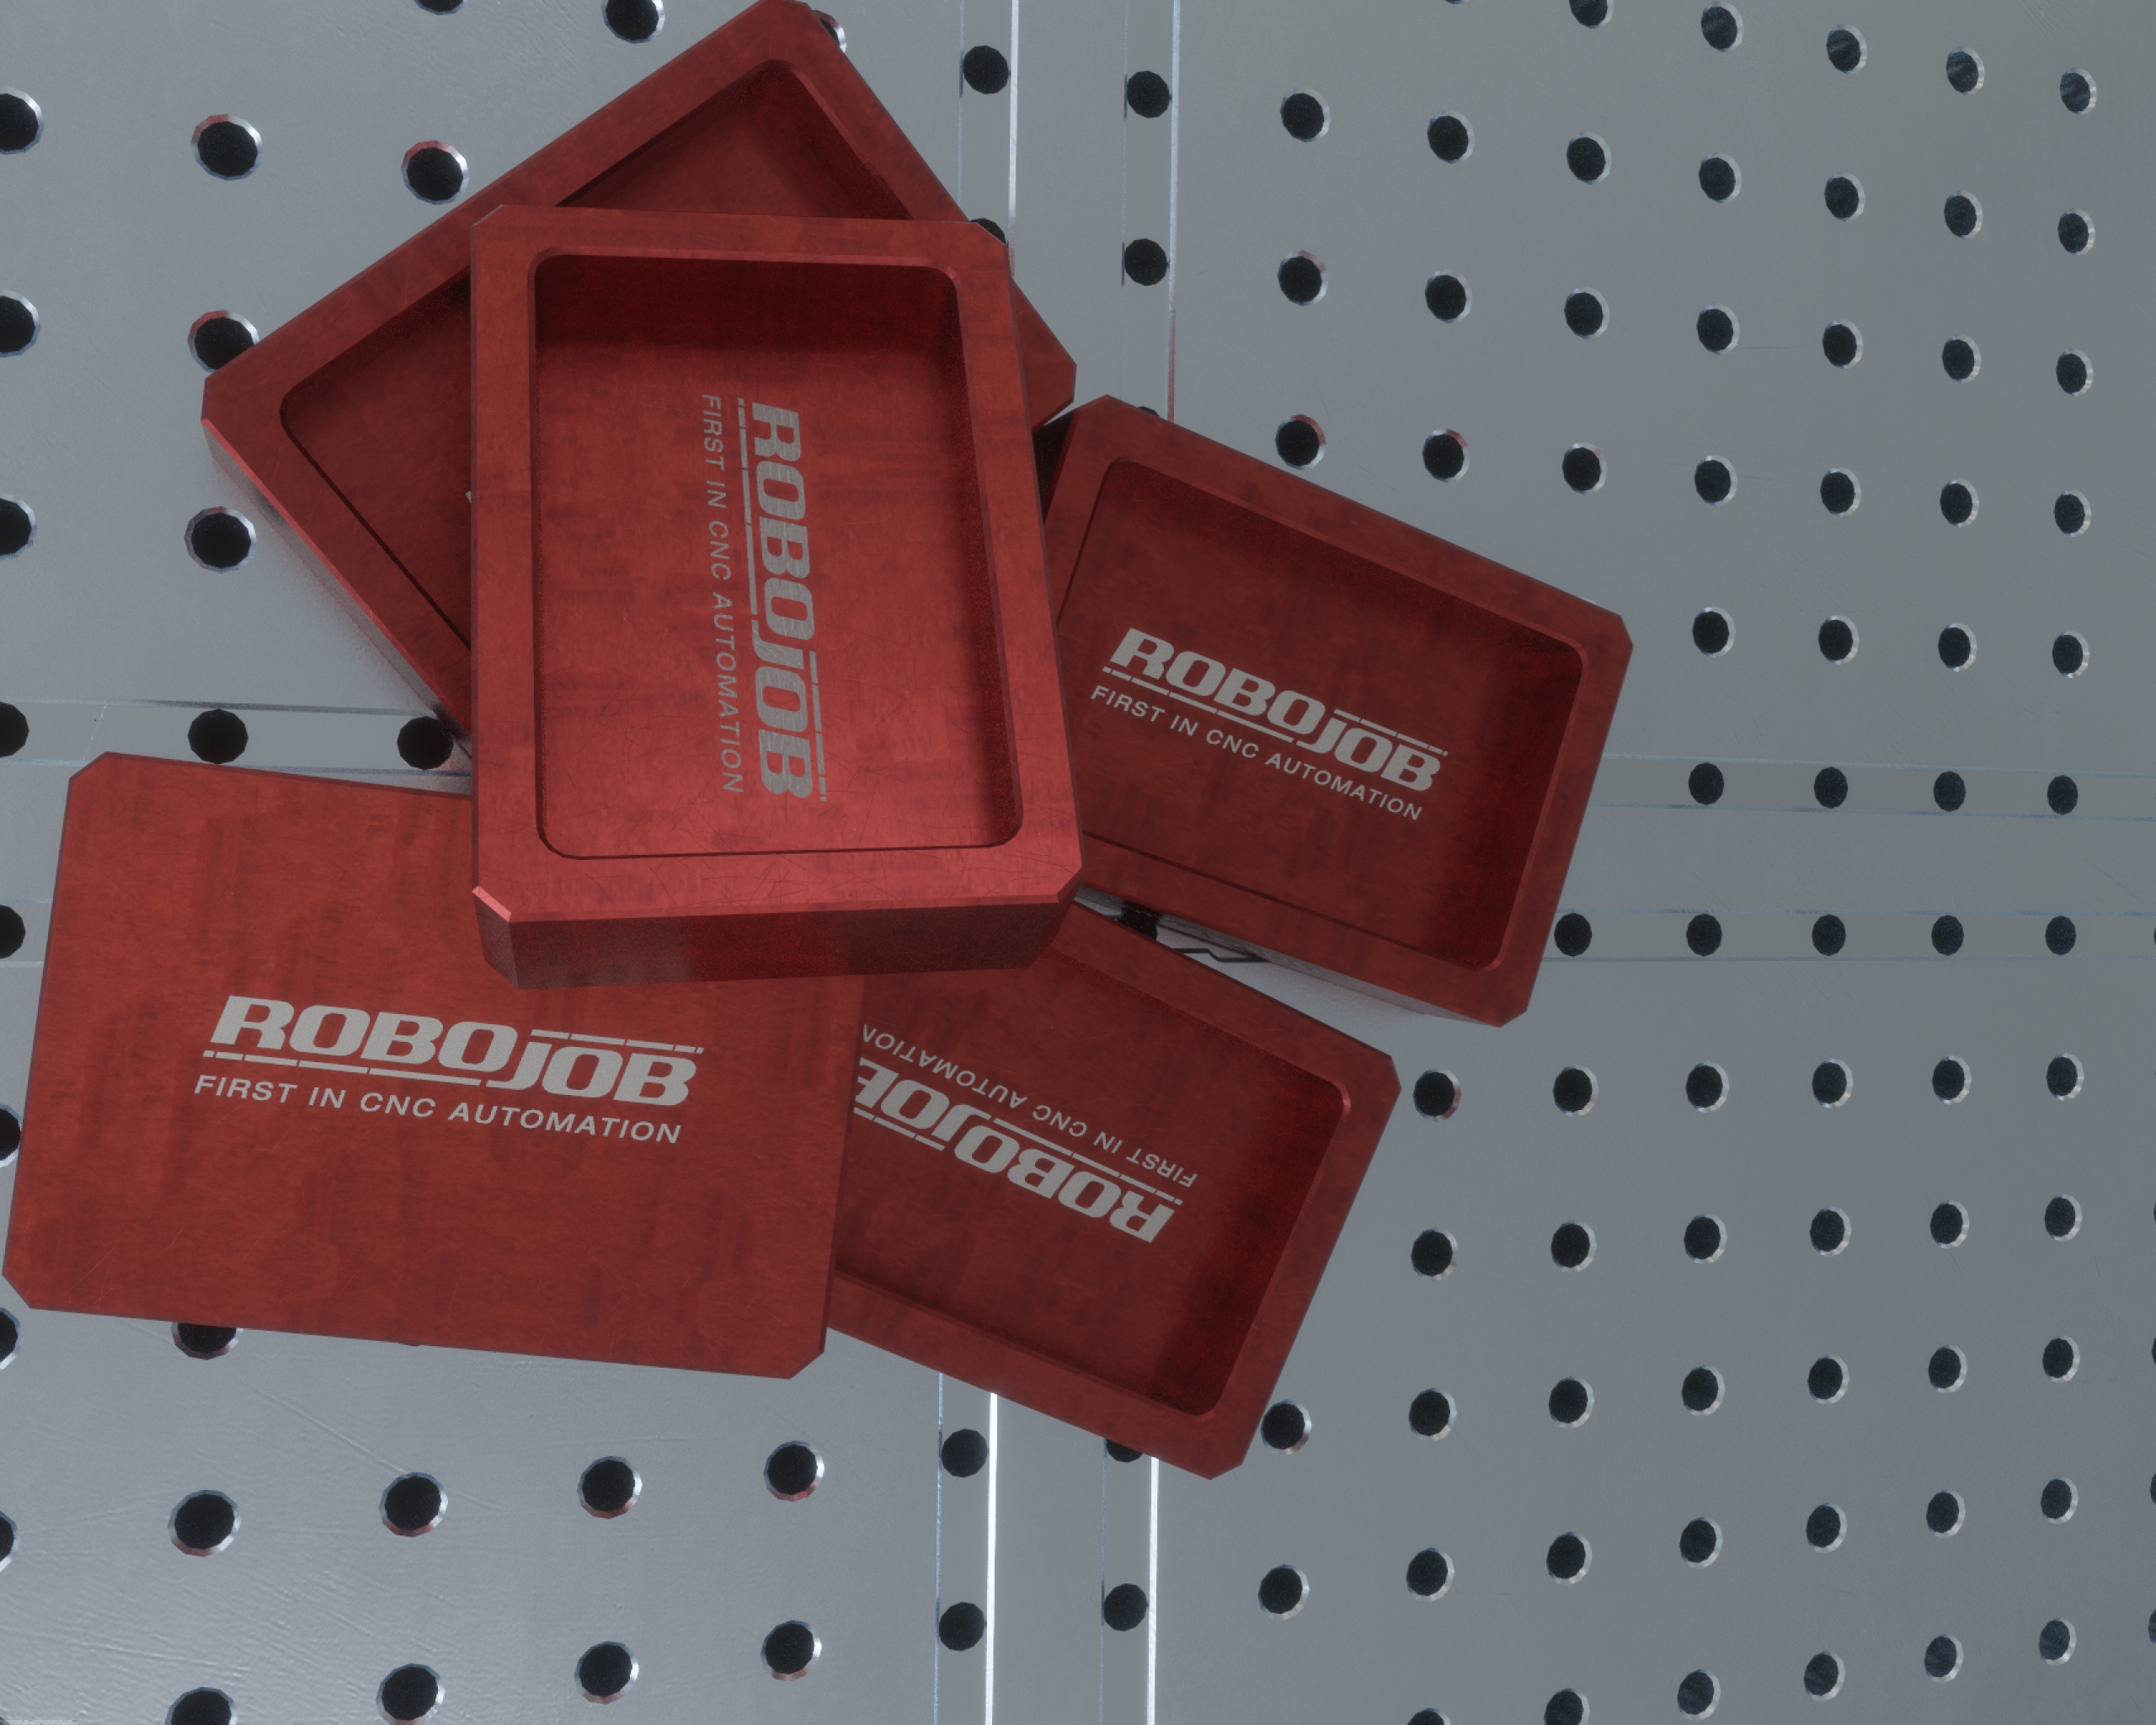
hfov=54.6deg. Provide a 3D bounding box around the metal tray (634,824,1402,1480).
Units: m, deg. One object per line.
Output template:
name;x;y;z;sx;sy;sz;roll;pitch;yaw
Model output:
metal tray;-0.012;0.053;0.404;0.131;0.030;0.090;27;82;-18

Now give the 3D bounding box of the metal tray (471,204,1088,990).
metal tray;-0.052;-0.046;0.345;0.091;0.030;0.130;-2;67;-13

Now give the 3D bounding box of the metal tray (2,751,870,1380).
metal tray;-0.103;0.034;0.354;0.131;0.030;0.090;7;88;-6

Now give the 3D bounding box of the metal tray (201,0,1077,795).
metal tray;-0.077;-0.083;0.380;0.130;0.030;0.090;-41;102;-15

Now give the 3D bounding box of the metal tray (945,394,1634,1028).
metal tray;0.041;-0.028;0.423;0.131;0.030;0.090;19;84;-19
